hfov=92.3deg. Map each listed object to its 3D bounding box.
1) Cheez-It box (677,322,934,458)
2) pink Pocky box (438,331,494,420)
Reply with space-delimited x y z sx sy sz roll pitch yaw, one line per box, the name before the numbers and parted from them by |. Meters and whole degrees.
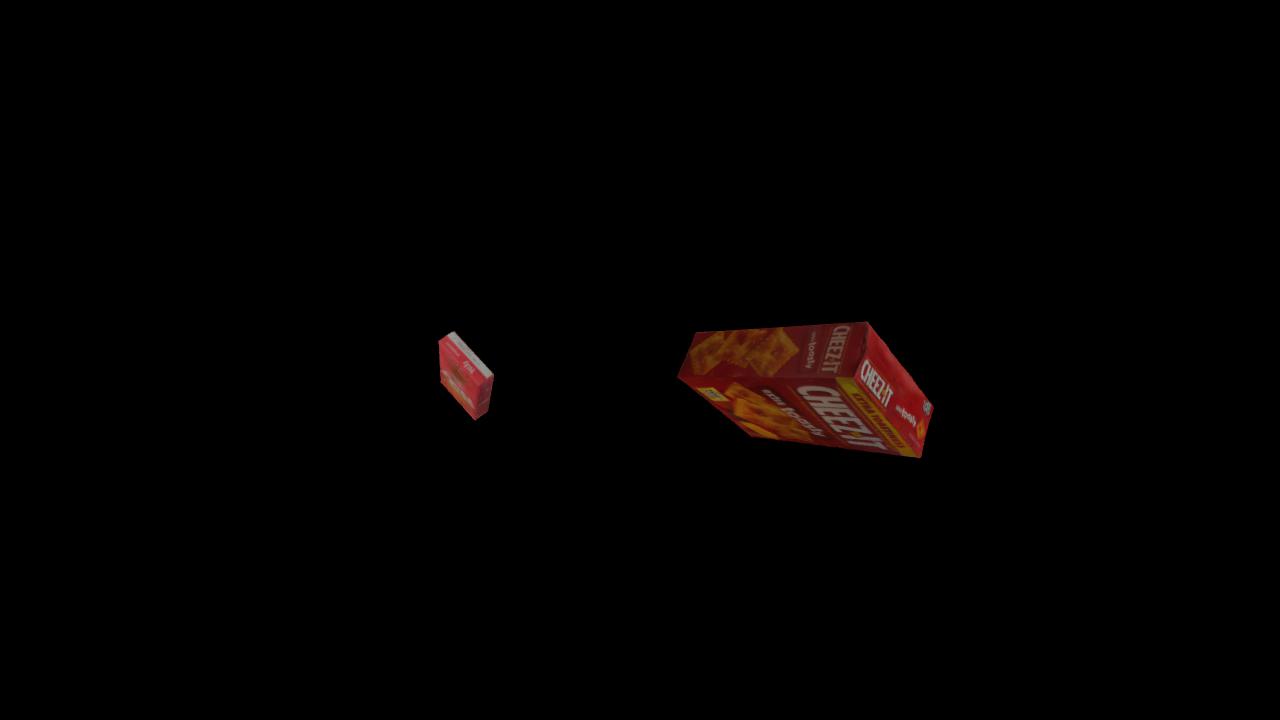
Cheez-It box | 0.177 0.033 0.676 0.223 0.071 0.166 0 -31 48
pink Pocky box | -0.248 0.027 0.874 0.029 0.084 0.155 -40 -7 -27
